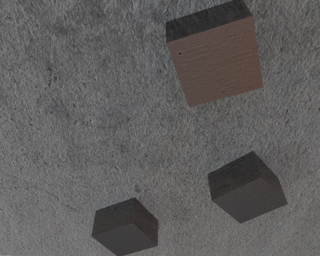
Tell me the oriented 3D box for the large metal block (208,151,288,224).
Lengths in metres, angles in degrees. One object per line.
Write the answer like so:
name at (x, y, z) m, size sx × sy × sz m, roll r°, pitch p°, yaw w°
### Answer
large metal block at (0.132, 0.092, 0.470) m, size 0.080 × 0.050 × 0.080 m, roll -33°, pitch 123°, yaw 25°

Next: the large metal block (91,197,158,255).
large metal block at (-0.058, 0.174, 0.538) m, size 0.080 × 0.050 × 0.080 m, roll -23°, pitch 127°, yaw 18°

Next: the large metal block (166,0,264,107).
large metal block at (0.057, -0.077, 0.326) m, size 0.080 × 0.050 × 0.080 m, roll -15°, pitch 129°, yaw 12°
